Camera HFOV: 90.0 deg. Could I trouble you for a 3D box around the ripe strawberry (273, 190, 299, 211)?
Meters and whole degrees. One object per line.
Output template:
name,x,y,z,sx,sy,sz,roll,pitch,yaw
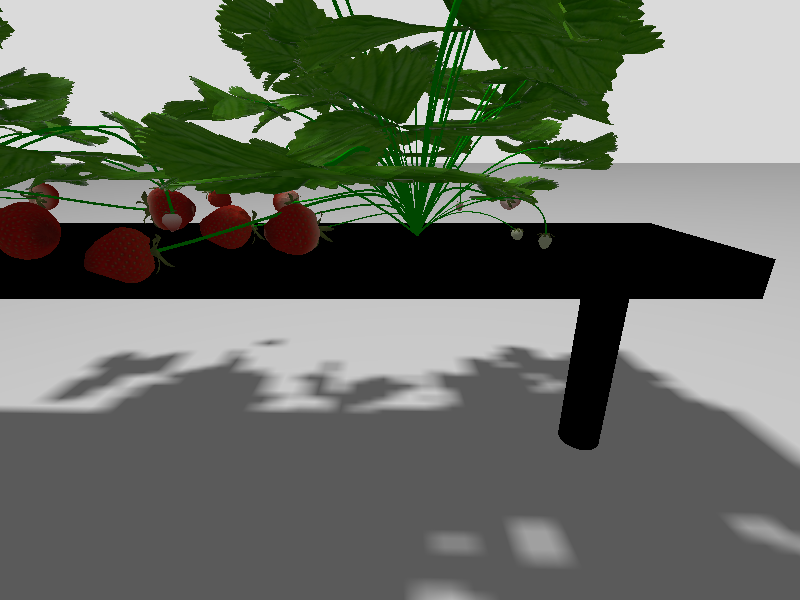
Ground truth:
ripe strawberry,-0.134,-0.115,0.467,0.031,0.027,0.031,16,26,38

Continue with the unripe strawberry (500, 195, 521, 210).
unripe strawberry,0.140,-0.128,0.500,0.026,0.030,0.028,15,24,35

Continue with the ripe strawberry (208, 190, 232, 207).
ripe strawberry,-0.233,-0.133,0.521,0.027,0.029,0.030,21,-12,44

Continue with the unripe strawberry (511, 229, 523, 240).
unripe strawberry,0.101,-0.056,0.344,0.010,0.010,0.009,2,20,5

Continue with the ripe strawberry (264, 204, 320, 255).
ripe strawberry,-0.077,-0.049,0.283,0.037,0.037,0.035,-15,25,-33

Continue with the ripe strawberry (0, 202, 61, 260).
ripe strawberry,-0.252,-0.046,0.273,0.040,0.039,0.037,9,22,21

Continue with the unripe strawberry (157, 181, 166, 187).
unripe strawberry,-0.341,-0.159,0.586,0.025,0.028,0.027,7,-18,19

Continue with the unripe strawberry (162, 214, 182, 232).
unripe strawberry,-0.189,-0.064,0.333,0.015,0.015,0.014,1,20,3

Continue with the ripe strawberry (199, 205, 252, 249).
ripe strawberry,-0.129,-0.054,0.298,0.036,0.031,0.036,-8,22,-18

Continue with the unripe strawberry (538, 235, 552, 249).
unripe strawberry,0.109,-0.044,0.302,0.010,0.011,0.011,11,23,27

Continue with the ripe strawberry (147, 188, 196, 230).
ripe strawberry,-0.208,-0.083,0.365,0.037,0.039,0.034,-1,20,-5

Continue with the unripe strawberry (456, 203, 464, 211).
unripe strawberry,0.073,-0.114,0.489,0.009,0.010,0.011,8,22,20

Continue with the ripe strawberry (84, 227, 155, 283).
ripe strawberry,-0.156,-0.024,0.222,0.033,0.032,0.030,-16,26,-35

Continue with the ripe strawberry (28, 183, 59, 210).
ripe strawberry,-0.436,-0.128,0.493,0.029,0.033,0.032,0,20,-1
